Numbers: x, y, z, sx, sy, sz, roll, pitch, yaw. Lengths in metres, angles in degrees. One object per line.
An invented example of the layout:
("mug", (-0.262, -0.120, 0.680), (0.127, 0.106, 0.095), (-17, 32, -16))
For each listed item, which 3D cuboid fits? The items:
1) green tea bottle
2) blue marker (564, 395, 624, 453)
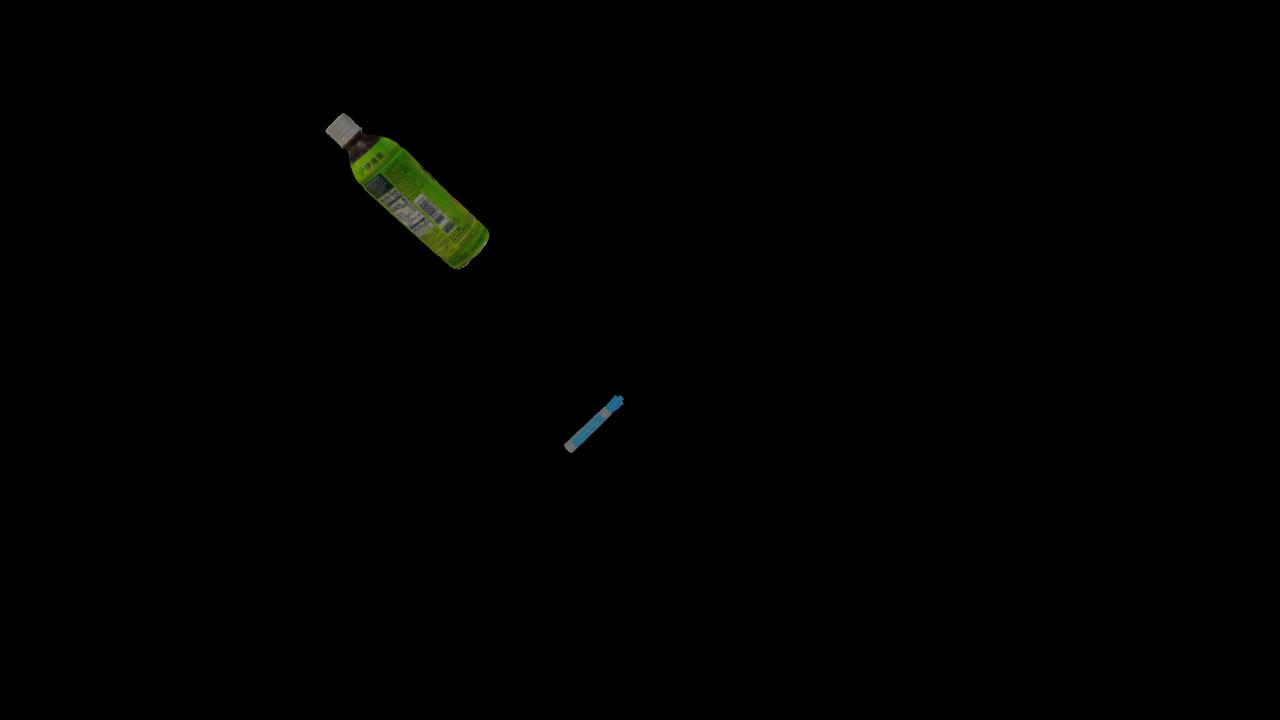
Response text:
("green tea bottle", (-0.280, -0.204, 0.746), (0.073, 0.073, 0.212), (0, -38, 47))
("blue marker", (-0.070, 0.098, 0.956), (0.121, 0.020, 0.020), (-44, -10, 11))
